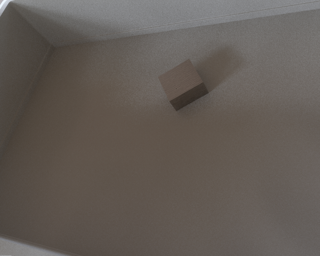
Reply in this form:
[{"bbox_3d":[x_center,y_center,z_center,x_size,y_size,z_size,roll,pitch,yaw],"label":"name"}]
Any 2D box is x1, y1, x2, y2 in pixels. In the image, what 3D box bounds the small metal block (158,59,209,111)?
[{"bbox_3d":[0.031,-0.059,0.425,0.050,0.025,0.050,-29,52,9],"label":"small metal block"}]
